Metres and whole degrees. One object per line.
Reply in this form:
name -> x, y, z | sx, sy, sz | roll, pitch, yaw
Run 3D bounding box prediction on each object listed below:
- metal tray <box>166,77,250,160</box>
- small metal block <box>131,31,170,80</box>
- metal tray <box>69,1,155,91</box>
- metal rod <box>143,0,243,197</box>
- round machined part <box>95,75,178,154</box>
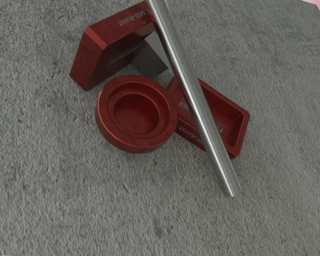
metal tray -> 0.063, -0.019, 0.449 | 0.130, 0.030, 0.090 | 33, 51, -7
small metal block -> -0.012, -0.100, 0.439 | 0.050, 0.050, 0.025 | 49, 52, -13
metal tray -> -0.052, -0.110, 0.403 | 0.030, 0.090, 0.131 | 45, 51, 2
metal rod -> 0.039, -0.051, 0.390 | 0.025, 0.025, 0.299 | -30, 100, -38
round machined part -> -0.031, -0.013, 0.382 | 0.099, 0.042, 0.098 | 9, 62, -18
